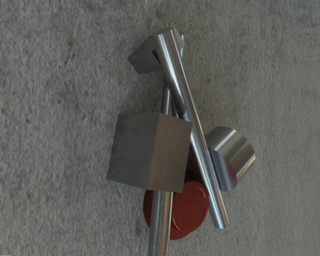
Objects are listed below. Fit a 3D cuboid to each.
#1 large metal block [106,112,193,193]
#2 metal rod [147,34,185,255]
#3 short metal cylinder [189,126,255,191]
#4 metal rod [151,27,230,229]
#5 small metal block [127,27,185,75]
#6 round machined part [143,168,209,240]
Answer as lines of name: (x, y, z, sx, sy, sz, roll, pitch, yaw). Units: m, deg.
large metal block: (-0.014, 0.028, 0.361, 0.050, 0.080, 0.080, 15, 80, -39)
metal rod: (0.009, 0.021, 0.396, 0.025, 0.025, 0.299, 15, 74, -39)
short metal cylinder: (0.089, 0.044, 0.448, 0.050, 0.080, 0.080, -40, 115, -33)
metal rod: (0.048, 0.020, 0.404, 0.025, 0.025, 0.298, -40, 123, -33)
small metal block: (-0.005, -0.095, 0.387, 0.050, 0.050, 0.025, -52, 121, -27)
round machined part: (0.028, 0.103, 0.422, 0.099, 0.042, 0.097, 0, 90, -40)
